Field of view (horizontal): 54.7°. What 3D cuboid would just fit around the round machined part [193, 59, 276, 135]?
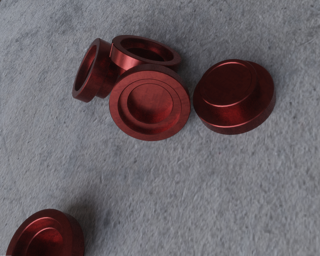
[{"bbox_3d":[0.086,-0.044,0.374,0.098,0.042,0.098,-13,56,20],"label":"round machined part"}]

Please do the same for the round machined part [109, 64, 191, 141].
[{"bbox_3d":[-0.011,-0.035,0.390,0.098,0.098,0.042,-21,29,15],"label":"round machined part"}]

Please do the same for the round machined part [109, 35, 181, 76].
[{"bbox_3d":[-0.023,-0.092,0.437,0.098,0.099,0.042,49,132,39],"label":"round machined part"}]

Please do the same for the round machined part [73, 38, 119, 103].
[{"bbox_3d":[-0.094,-0.083,0.474,0.098,0.042,0.098,-39,39,43],"label":"round machined part"}]

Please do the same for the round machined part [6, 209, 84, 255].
[{"bbox_3d":[-0.130,0.150,0.368,0.098,0.042,0.098,-13,56,20],"label":"round machined part"}]
